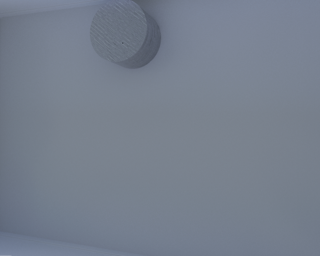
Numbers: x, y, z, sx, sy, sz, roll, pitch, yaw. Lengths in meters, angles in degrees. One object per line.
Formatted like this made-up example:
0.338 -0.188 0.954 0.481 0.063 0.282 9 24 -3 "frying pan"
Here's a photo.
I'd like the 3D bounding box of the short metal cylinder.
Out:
-0.045 -0.123 0.414 0.080 0.050 0.080 0 90 20 "short metal cylinder"
